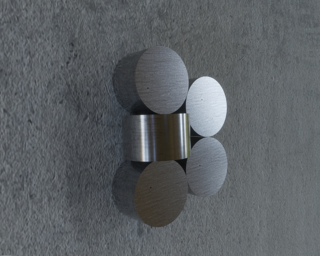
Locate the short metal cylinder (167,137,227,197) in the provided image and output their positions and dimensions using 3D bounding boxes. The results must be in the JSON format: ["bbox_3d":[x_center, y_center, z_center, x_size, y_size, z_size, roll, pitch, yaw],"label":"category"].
[{"bbox_3d":[0.048,0.052,0.429,0.081,0.050,0.079,-1,91,-39],"label":"short metal cylinder"}]

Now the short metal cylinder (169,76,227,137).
[{"bbox_3d":[0.047,-0.028,0.428,0.081,0.050,0.079,-1,91,-40],"label":"short metal cylinder"}]

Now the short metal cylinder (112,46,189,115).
[{"bbox_3d":[-0.011,-0.056,0.380,0.081,0.050,0.080,-1,91,-39],"label":"short metal cylinder"}]

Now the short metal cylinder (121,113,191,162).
[{"bbox_3d":[-0.004,0.009,0.367,0.081,0.080,0.050,-4,93,-40],"label":"short metal cylinder"}]

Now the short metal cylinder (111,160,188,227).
[{"bbox_3d":[-0.012,0.075,0.380,0.081,0.050,0.080,-1,91,-39],"label":"short metal cylinder"}]
